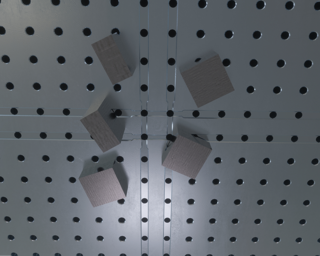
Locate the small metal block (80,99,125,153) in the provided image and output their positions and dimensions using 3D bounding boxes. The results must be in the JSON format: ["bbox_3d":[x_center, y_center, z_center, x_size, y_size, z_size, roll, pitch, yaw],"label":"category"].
[{"bbox_3d":[-0.072,-0.004,0.398,0.025,0.050,0.050,-29,108,10],"label":"small metal block"}]

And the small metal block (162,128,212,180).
[{"bbox_3d":[0.036,0.035,0.427,0.050,0.025,0.050,24,108,-9],"label":"small metal block"}]

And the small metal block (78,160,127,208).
[{"bbox_3d":[-0.080,0.079,0.442,0.050,0.025,0.050,-19,109,6],"label":"small metal block"}]

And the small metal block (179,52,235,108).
[{"bbox_3d":[0.059,-0.061,0.391,0.050,0.025,0.050,-26,108,9],"label":"small metal block"}]

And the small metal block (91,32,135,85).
[{"bbox_3d":[-0.053,-0.084,0.369,0.025,0.050,0.050,-24,108,9],"label":"small metal block"}]
